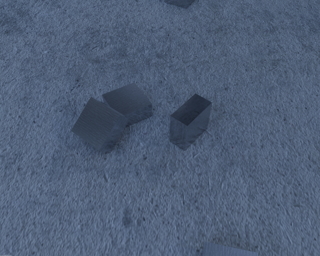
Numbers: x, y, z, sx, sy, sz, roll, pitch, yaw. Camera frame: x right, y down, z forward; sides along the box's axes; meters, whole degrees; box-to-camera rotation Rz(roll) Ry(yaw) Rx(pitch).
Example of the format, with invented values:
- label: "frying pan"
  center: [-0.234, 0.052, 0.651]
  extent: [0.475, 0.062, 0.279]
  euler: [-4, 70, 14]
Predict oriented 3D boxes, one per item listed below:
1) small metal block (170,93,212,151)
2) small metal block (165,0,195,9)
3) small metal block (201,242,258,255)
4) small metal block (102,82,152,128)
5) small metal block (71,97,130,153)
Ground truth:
- label: "small metal block"
  center: [0.038, -0.007, 0.393]
  extent: [0.025, 0.050, 0.050]
  euler: [33, 57, 24]
- label: "small metal block"
  center: [0.044, -0.273, 0.633]
  extent: [0.050, 0.025, 0.050]
  euler: [24, 54, 19]
- label: "small metal block"
  center: [0.062, 0.139, 0.286]
  extent: [0.050, 0.025, 0.050]
  euler: [10, 51, 8]
- label: "small metal block"
  center: [-0.045, -0.031, 0.429]
  extent: [0.050, 0.025, 0.050]
  euler: [-25, 54, -20]
- label: "small metal block"
  center: [-0.075, -0.004, 0.390]
  extent: [0.050, 0.025, 0.050]
  euler: [31, 92, 23]
